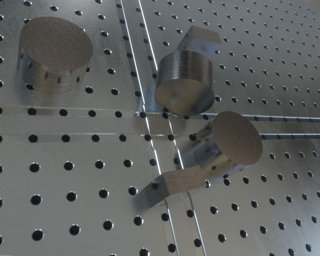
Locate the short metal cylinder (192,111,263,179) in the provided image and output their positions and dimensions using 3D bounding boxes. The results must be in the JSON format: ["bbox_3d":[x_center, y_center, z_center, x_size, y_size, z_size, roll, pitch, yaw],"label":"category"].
[{"bbox_3d":[0.092,0.024,0.427,0.081,0.050,0.080,13,56,-21],"label":"short metal cylinder"}]

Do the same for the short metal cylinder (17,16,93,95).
[{"bbox_3d":[-0.128,-0.087,0.376,0.081,0.050,0.080,14,56,-21],"label":"short metal cylinder"}]

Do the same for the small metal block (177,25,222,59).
[{"bbox_3d":[0.064,-0.136,0.509,0.050,0.050,0.025,7,59,-25],"label":"small metal block"}]

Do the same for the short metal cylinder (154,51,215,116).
[{"bbox_3d":[0.034,-0.060,0.428,0.081,0.080,0.050,18,55,-18],"label":"short metal cylinder"}]

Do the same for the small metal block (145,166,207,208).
[{"bbox_3d":[0.017,0.068,0.360,0.050,0.050,0.025,-6,65,-31],"label":"small metal block"}]
